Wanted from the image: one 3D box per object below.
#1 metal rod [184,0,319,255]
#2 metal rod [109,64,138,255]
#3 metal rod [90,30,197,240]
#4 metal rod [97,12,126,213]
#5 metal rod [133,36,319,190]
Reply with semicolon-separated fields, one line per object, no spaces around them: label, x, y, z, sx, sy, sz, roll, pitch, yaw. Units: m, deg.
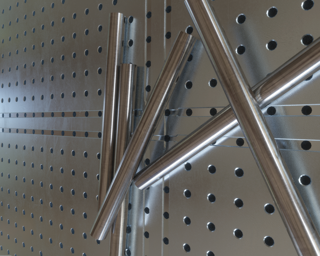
metal rod;0.094;0.002;0.302;0.025;0.025;0.299;-28;82;36
metal rod;-0.055;0.058;0.452;0.025;0.025;0.298;7;94;39
metal rod;-0.027;0.018;0.410;0.025;0.025;0.298;33;104;35
metal rod;-0.073;-0.019;0.467;0.025;0.025;0.298;7;94;39
metal rod;0.071;-0.006;0.349;0.299;0.025;0.025;-39;66;32
